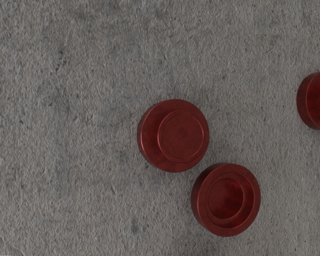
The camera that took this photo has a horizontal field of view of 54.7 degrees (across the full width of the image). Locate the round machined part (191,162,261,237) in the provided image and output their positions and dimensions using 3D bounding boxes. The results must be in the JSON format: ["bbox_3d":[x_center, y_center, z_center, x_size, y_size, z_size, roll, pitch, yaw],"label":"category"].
[{"bbox_3d":[0.087,0.096,0.432,0.099,0.042,0.097,0,90,-20],"label":"round machined part"}]

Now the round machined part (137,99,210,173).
[{"bbox_3d":[0.022,0.010,0.408,0.099,0.042,0.097,0,90,-20],"label":"round machined part"}]

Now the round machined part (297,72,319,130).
[{"bbox_3d":[0.275,-0.045,0.501,0.099,0.042,0.097,0,90,-20],"label":"round machined part"}]
